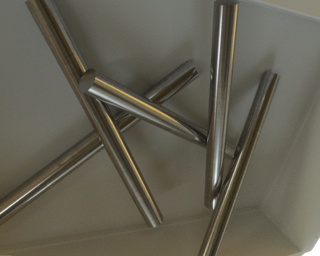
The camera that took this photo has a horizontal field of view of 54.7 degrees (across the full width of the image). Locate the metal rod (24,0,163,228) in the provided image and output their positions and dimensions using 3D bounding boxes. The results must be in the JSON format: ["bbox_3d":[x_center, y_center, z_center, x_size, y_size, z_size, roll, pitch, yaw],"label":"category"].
[{"bbox_3d":[-0.058,0.004,0.348,0.025,0.025,0.299,-29,119,-10],"label":"metal rod"}]

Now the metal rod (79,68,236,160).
[{"bbox_3d":[0.028,0.000,0.398,0.301,0.025,0.025,25,105,-45],"label":"metal rod"}]

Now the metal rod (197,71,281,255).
[{"bbox_3d":[0.111,0.062,0.446,0.025,0.025,0.299,22,88,-36],"label":"metal rod"}]

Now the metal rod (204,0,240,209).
[{"bbox_3d":[0.073,-0.004,0.394,0.025,0.025,0.298,-17,128,-18],"label":"metal rod"}]

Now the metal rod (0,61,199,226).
[{"bbox_3d":[-0.079,0.017,0.375,0.301,0.025,0.025,-37,129,-3],"label":"metal rod"}]
